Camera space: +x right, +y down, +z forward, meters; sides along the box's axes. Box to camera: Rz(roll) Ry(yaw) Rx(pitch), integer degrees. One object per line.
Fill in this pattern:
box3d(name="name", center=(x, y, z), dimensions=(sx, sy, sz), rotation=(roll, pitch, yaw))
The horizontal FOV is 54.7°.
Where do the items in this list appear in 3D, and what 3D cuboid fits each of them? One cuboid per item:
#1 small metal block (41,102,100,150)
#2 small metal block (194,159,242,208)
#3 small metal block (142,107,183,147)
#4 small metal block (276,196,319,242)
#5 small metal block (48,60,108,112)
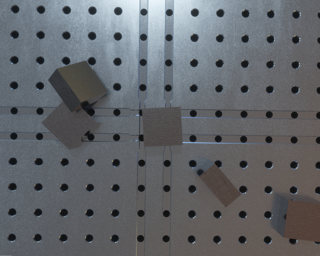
box3d(name="small metal block", center=(-0.117, -0.007, 0.412), dimensions=(0.050, 0.025, 0.050), rotation=(44, 90, -1))
box3d(name="small metal block", center=(0.073, 0.070, 0.402), dimensions=(0.025, 0.050, 0.050), rotation=(-40, 91, 0))
box3d(name="small metal block", center=(0.003, -0.002, 0.413), dimensions=(0.050, 0.025, 0.050), rotation=(-3, 90, -1))
box3d(name="small metal block", center=(0.189, 0.121, 0.416), dimensions=(0.050, 0.025, 0.050), rotation=(7, 90, -1))
box3d(name="small metal block", center=(-0.104, -0.054, 0.397), dimensions=(0.025, 0.050, 0.050), rotation=(-35, 90, 39))
